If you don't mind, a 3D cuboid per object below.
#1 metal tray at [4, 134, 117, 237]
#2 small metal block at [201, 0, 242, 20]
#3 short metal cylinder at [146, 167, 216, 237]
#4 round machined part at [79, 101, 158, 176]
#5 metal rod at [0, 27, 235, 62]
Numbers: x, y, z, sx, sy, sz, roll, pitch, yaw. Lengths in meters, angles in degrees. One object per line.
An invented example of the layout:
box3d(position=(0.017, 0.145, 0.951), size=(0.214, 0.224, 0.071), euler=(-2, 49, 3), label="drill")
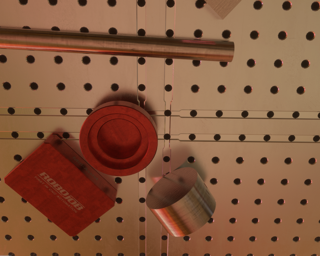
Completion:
box3d(position=(-0.137, 0.084, 0.440), size=(0.090, 0.030, 0.130), euler=(-39, 106, 13), label="metal tray")
box3d(position=(0.071, -0.162, 0.355), size=(0.050, 0.025, 0.050), euler=(41, 105, -14), label="small metal block")
box3d(position=(0.028, 0.099, 0.421), size=(0.080, 0.080, 0.050), euler=(-30, 108, 10), label="short metal cylinder")
box3d(position=(-0.052, 0.011, 0.408), size=(0.099, 0.042, 0.097), euler=(0, 110, -1), label="round machined part")
box3d(position=(-0.063, -0.101, 0.375), size=(0.302, 0.025, 0.025), euler=(3, 110, -2), label="metal rod")
